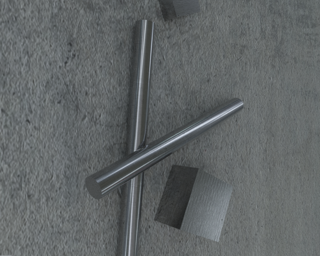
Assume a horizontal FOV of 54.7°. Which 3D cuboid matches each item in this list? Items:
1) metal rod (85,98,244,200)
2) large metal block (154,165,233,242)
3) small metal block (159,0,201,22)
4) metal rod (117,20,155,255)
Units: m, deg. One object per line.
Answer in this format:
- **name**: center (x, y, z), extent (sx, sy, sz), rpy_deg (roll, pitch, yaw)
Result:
- **metal rod**: center (0.031, 0.010, 0.409), extent (0.302, 0.025, 0.025), rpy_deg (-27, 107, -44)
- **large metal block**: center (0.049, 0.104, 0.432), extent (0.080, 0.050, 0.080), rpy_deg (31, 71, -36)
- **small metal block**: center (0.025, -0.179, 0.427), extent (0.050, 0.025, 0.050), rpy_deg (-28, 108, -37)
- **metal rod**: center (-0.029, 0.017, 0.382), extent (0.025, 0.025, 0.298), rpy_deg (7, 86, -40)
